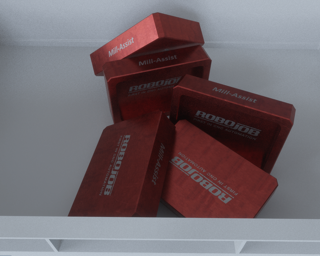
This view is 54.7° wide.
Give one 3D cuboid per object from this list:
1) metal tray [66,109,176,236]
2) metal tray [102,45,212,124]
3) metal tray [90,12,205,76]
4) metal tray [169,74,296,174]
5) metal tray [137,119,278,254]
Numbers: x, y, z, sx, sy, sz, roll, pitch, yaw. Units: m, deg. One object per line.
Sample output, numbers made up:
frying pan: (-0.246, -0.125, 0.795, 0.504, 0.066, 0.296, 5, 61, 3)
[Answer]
metal tray: (-0.038, 0.046, 0.333, 0.090, 0.030, 0.130, -16, 42, 32)
metal tray: (-0.003, -0.054, 0.407, 0.131, 0.089, 0.030, -14, 53, -12)
metal tray: (-0.019, -0.104, 0.413, 0.091, 0.130, 0.030, -10, 85, -49)
metal tray: (0.077, -0.002, 0.362, 0.130, 0.089, 0.030, 19, 42, 15)
metal tray: (0.047, 0.059, 0.340, 0.130, 0.030, 0.090, 35, 71, 25)
